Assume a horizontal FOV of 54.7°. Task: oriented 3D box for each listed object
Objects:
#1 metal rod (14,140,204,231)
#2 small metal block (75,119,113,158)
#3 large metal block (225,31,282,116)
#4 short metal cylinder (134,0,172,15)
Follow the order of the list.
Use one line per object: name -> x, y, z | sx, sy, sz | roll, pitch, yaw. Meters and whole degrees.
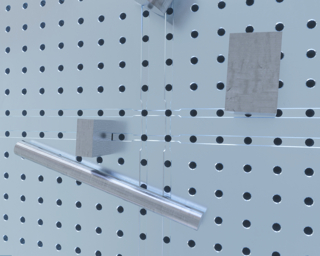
metal rod -> -0.084, 0.075, 0.440 | 0.301, 0.025, 0.025 | 18, 96, 18
small metal block -> -0.091, 0.013, 0.430 | 0.025, 0.050, 0.050 | 4, 91, 20
large metal block -> 0.106, -0.056, 0.346 | 0.050, 0.080, 0.079 | 4, 91, 20
short metal cylinder -> -0.016, -0.185, 0.388 | 0.080, 0.080, 0.050 | 35, 101, 16
